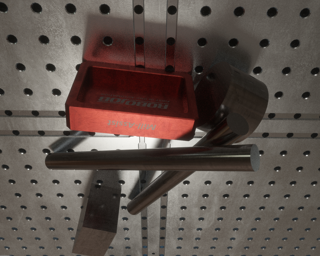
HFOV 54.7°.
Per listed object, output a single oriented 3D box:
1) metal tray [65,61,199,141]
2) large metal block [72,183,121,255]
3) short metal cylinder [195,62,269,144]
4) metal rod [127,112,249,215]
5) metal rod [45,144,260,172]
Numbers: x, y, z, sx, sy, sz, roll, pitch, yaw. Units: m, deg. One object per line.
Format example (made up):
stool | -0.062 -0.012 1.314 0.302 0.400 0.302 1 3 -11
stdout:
metal tray | -0.028 -0.032 0.341 0.131 0.090 0.030 6 130 -6
large metal block | -0.102 0.150 0.502 0.050 0.080 0.079 16 128 -14
short metal cylinder | 0.075 -0.028 0.353 0.050 0.080 0.080 24 126 -19
metal rod | 0.015 0.066 0.411 0.025 0.025 0.298 19 145 -16
metal rod | -0.036 0.038 0.366 0.300 0.025 0.025 -5 135 35
